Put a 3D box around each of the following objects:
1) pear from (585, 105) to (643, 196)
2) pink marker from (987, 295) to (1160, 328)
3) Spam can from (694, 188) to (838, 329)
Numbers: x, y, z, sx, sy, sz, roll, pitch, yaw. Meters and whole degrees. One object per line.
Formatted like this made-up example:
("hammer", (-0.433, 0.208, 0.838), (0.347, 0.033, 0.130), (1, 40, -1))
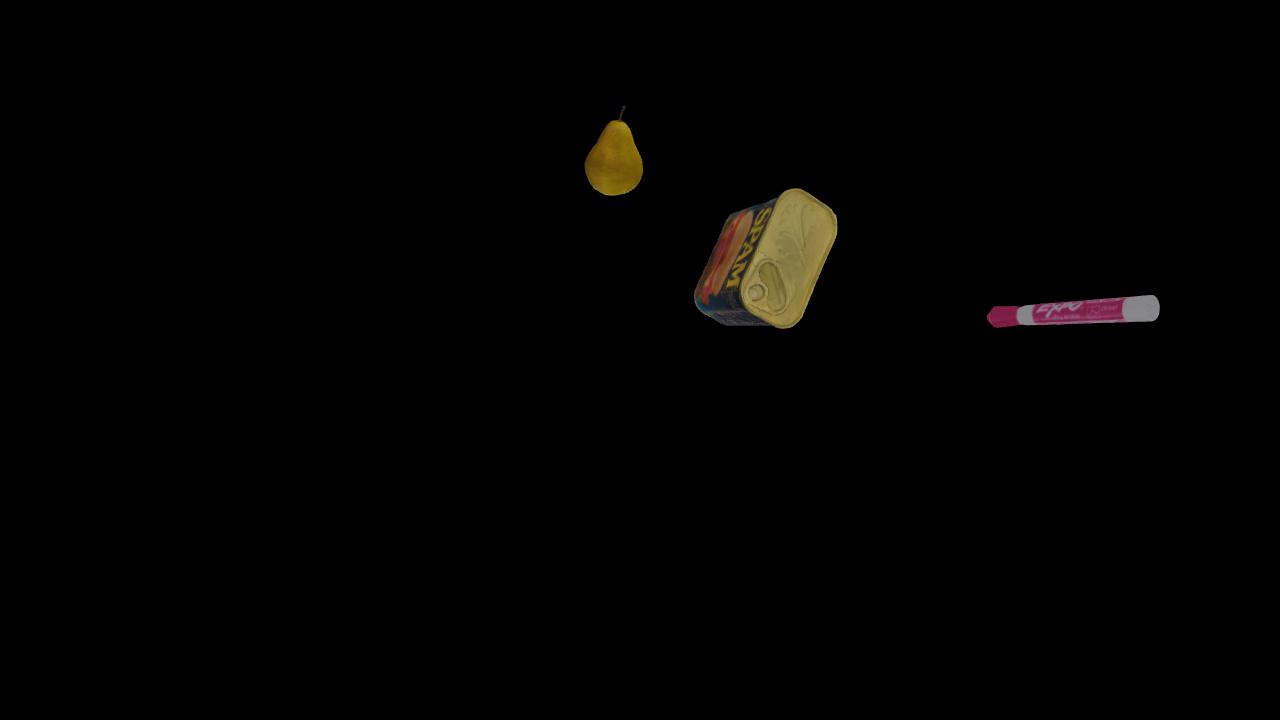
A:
("pear", (-0.035, -0.278, 0.821), (0.080, 0.111, 0.080), (0, 40, 0))
("pink marker", (0.335, -0.037, 0.487), (0.020, 0.020, 0.121), (0, 0, -26))
("Spam can", (0.096, -0.076, 0.489), (0.058, 0.101, 0.085), (27, -6, -20))
